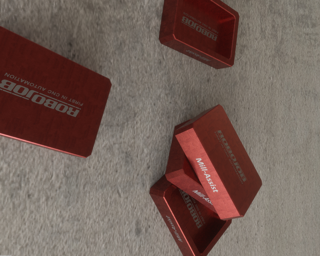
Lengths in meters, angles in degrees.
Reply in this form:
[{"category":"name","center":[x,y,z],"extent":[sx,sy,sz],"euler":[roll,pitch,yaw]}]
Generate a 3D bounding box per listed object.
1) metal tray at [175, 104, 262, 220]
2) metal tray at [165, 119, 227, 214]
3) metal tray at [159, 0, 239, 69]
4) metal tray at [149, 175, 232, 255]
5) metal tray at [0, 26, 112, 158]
[{"category":"metal tray","center":[0.081,0.042,0.409],"extent":[0.091,0.030,0.130],"euler":[-32,95,-51]},{"category":"metal tray","center":[0.069,0.058,0.435],"extent":[0.130,0.030,0.090],"euler":[38,45,-28]},{"category":"metal tray","center":[0.062,-0.149,0.455],"extent":[0.131,0.030,0.090],"euler":[13,82,-40]},{"category":"metal tray","center":[0.049,0.113,0.444],"extent":[0.091,0.030,0.129],"euler":[-39,114,-33]},{"category":"metal tray","center":[-0.119,-0.030,0.303],"extent":[0.131,0.030,0.090],"euler":[23,76,-38]}]
